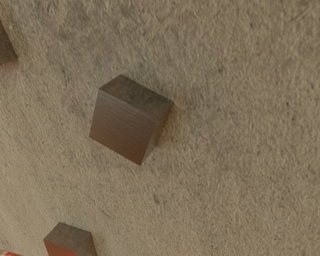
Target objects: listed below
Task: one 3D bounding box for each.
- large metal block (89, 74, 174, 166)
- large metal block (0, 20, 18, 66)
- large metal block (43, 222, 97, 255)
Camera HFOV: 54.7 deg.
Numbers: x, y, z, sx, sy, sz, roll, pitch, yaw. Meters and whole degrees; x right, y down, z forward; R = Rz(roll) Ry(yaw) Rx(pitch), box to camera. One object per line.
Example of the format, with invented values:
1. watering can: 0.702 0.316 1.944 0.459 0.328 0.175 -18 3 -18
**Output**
1. large metal block: -0.039 -0.011 0.403 0.080 0.050 0.079 28 128 9
2. large metal block: -0.270 -0.127 0.452 0.080 0.050 0.080 -2 117 29
3. large metal block: -0.183 0.251 0.639 0.080 0.050 0.079 9 123 23
